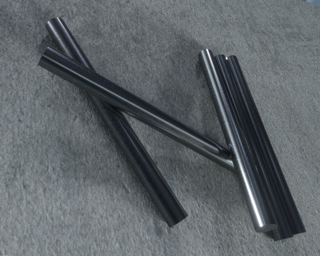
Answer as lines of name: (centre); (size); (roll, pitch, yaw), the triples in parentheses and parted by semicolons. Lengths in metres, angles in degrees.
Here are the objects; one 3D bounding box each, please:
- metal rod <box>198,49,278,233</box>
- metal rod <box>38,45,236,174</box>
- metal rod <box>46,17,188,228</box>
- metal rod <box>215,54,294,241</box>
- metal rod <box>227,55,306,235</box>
metal rod: (0.097, -0.006, 0.432); (0.025, 0.025, 0.300); (10, 48, -24)
metal rod: (-0.002, -0.010, 0.386); (0.301, 0.025, 0.025); (29, 52, -19)
metal rod: (-0.059, -0.016, 0.382); (0.025, 0.025, 0.299); (-24, 75, -37)
metal rod: (0.131, 0.014, 0.468); (0.025, 0.025, 0.299); (1, 61, -28)
metal rod: (0.154, 0.012, 0.481); (0.025, 0.025, 0.299); (1, 61, -28)
